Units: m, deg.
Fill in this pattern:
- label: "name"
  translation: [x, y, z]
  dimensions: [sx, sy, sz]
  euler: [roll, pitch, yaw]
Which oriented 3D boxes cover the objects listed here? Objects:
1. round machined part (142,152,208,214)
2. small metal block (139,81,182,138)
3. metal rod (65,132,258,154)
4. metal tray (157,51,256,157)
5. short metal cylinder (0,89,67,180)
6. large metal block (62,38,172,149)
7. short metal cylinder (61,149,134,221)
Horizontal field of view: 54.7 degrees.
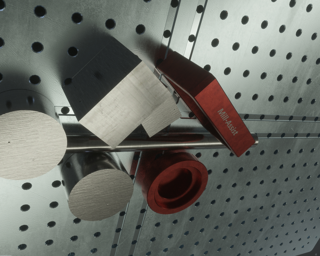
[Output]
- label: "round machined part"
  translation: [0.018, 0.076, 0.457]
  dimensions: [0.099, 0.042, 0.097]
  euler: [-14, 124, -21]
- label: "small metal block"
  translation: [-0.007, -0.024, 0.392]
  dimensions: [0.050, 0.025, 0.050]
  euler: [-34, 129, -6]
- label: "metal rod"
  translation: [0.019, 0.019, 0.433]
  dimensions: [0.303, 0.025, 0.025]
  euler: [1, 118, -29]
- label: "metal tray"
  translation: [0.058, -0.028, 0.383]
  dimensions: [0.030, 0.090, 0.130]
  euler: [-43, 129, 1]
- label: "short metal cylinder"
  translation: [-0.142, 0.007, 0.320]
  dimensions: [0.081, 0.050, 0.079]
  euler: [-14, 124, -21]
- label: "large metal block"
  translation: [-0.048, -0.039, 0.325]
  dimensions: [0.080, 0.080, 0.050]
  euler: [-44, 130, 2]
- label: "short metal cylinder"
  translation: [-0.080, 0.070, 0.394]
  dimensions: [0.081, 0.050, 0.079]
  euler: [-14, 124, -21]
